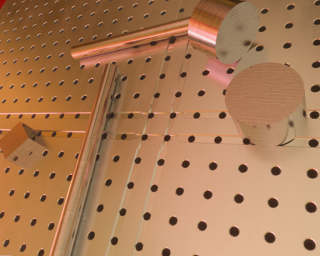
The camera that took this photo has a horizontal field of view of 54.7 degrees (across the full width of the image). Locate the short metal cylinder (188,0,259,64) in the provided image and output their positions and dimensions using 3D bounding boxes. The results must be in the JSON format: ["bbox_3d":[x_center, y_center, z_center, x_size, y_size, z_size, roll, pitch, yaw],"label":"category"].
[{"bbox_3d":[0.084,-0.131,0.409,0.080,0.080,0.050,-47,51,-5],"label":"short metal cylinder"}]

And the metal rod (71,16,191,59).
[{"bbox_3d":[-0.022,-0.153,0.514,0.300,0.025,0.025,-6,59,25],"label":"metal rod"}]

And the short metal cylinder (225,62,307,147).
[{"bbox_3d":[0.119,-0.026,0.346,0.080,0.050,0.080,-13,56,21],"label":"short metal cylinder"}]

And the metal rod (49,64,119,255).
[{"bbox_3d":[-0.101,0.033,0.440,0.025,0.025,0.300,-5,59,26],"label":"metal rod"}]

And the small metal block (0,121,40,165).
[{"bbox_3d":[-0.236,0.025,0.517,0.050,0.025,0.050,-43,51,-2],"label":"small metal block"}]
